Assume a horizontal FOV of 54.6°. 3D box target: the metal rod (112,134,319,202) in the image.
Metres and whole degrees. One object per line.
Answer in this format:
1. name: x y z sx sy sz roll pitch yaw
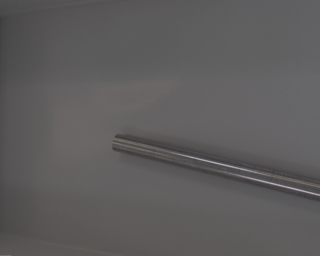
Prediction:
1. metal rod: 0.079 0.049 0.382 0.301 0.025 0.025 12 94 19
